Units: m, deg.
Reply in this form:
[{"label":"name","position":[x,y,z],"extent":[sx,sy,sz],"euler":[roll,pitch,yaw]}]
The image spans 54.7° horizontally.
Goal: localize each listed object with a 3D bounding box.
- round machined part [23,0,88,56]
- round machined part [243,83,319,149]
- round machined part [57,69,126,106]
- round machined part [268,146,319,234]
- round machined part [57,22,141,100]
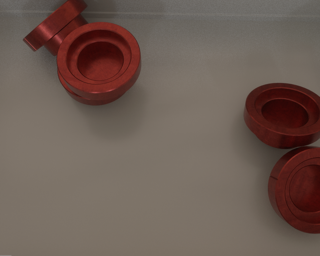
[{"label":"round machined part","position":[-0.137,-0.137,0.430],"extent":[0.098,0.098,0.042],"euler":[-49,117,-16]},{"label":"round machined part","position":[0.157,-0.012,0.394],"extent":[0.099,0.042,0.098],"euler":[-2,45,2]},{"label":"round machined part","position":[-0.086,-0.075,0.427],"extent":[0.099,0.042,0.098],"euler":[0,70,-1]},{"label":"round machined part","position":[0.174,0.069,0.366],"extent":[0.099,0.042,0.097],"euler":[0,93,-5]},{"label":"round machined part","position":[-0.072,-0.078,0.384],"extent":[0.099,0.042,0.098],"euler":[0,70,-1]}]
